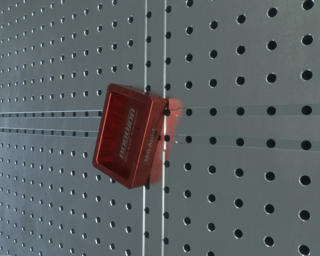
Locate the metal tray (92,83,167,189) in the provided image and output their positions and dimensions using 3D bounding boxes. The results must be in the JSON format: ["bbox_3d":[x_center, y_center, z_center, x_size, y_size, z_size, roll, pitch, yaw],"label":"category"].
[{"bbox_3d":[-0.047,0.009,0.442,0.090,0.030,0.129,23,104,37],"label":"metal tray"}]
